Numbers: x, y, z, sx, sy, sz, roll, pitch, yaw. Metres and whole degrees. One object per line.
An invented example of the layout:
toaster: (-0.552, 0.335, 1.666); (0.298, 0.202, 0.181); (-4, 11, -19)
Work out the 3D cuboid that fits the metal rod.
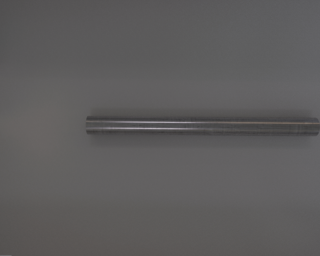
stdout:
metal rod: (0.056, -0.003, 0.411); (0.302, 0.025, 0.025); (0, 90, 0)
